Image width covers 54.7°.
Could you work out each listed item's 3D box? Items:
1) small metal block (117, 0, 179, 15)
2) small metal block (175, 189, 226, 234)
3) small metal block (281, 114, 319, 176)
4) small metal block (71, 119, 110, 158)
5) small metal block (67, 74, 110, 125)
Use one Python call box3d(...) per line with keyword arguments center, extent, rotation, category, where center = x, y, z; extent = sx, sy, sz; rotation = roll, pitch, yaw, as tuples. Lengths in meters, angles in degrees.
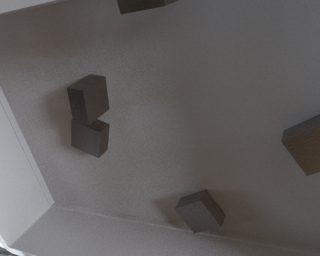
box3d(center=(-0.009, -0.136, 0.313), extent=(0.050, 0.050, 0.025), rotation=(1, 119, 28), category="small metal block")
box3d(center=(0.059, 0.123, 0.454), extent=(0.050, 0.025, 0.050), rotation=(-29, 102, 37), category="small metal block")
box3d(center=(0.168, 0.017, 0.331), extent=(0.050, 0.025, 0.050), rotation=(-32, 101, 38), category="small metal block")
box3d(center=(-0.107, 0.011, 0.472), extent=(0.050, 0.025, 0.050), rotation=(22, 127, 15), category="small metal block")
box3d(center=(-0.095, -0.039, 0.419), extent=(0.025, 0.050, 0.050), rotation=(12, 124, 22), category="small metal block")
